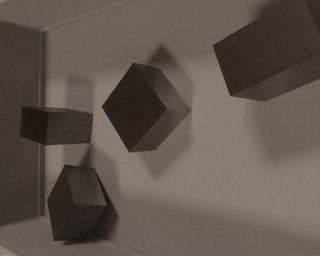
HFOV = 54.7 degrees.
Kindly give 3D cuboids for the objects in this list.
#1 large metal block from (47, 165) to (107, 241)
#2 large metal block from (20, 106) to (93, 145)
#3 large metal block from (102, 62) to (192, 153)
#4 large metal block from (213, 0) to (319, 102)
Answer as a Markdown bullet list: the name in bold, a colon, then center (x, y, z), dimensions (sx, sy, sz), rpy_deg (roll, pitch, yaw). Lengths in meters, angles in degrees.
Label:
- **large metal block**: center (-0.132, 0.116, 0.482), dimensions (0.080, 0.050, 0.080), rpy_deg (-58, 39, 23)
- **large metal block**: center (-0.170, -0.005, 0.508), dimensions (0.080, 0.081, 0.050), rpy_deg (11, 97, 39)
- **large metal block**: center (-0.020, -0.025, 0.405), dimensions (0.080, 0.050, 0.080), rpy_deg (-49, 62, 29)
- **large metal block**: center (0.109, -0.065, 0.280), dimensions (0.080, 0.081, 0.050), rpy_deg (-25, 74, 37)
